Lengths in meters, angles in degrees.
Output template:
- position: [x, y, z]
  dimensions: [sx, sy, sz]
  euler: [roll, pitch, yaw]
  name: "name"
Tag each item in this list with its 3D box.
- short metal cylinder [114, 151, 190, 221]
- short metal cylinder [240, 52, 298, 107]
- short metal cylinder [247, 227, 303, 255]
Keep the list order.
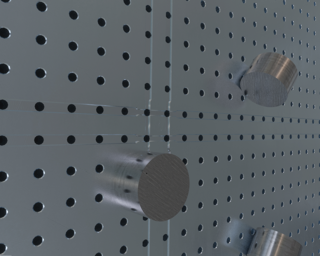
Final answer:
- position: [-0.010, 0.070, 0.385]
  dimensions: [0.081, 0.050, 0.079]
  euler: [0, 90, -40]
  name: "short metal cylinder"
- position: [0.185, -0.081, 0.528]
  dimensions: [0.080, 0.080, 0.050]
  euler: [50, 61, -28]
  name: "short metal cylinder"
- position: [0.200, 0.216, 0.541]
  dimensions: [0.080, 0.080, 0.050]
  euler: [44, 64, -31]
  name: "short metal cylinder"
